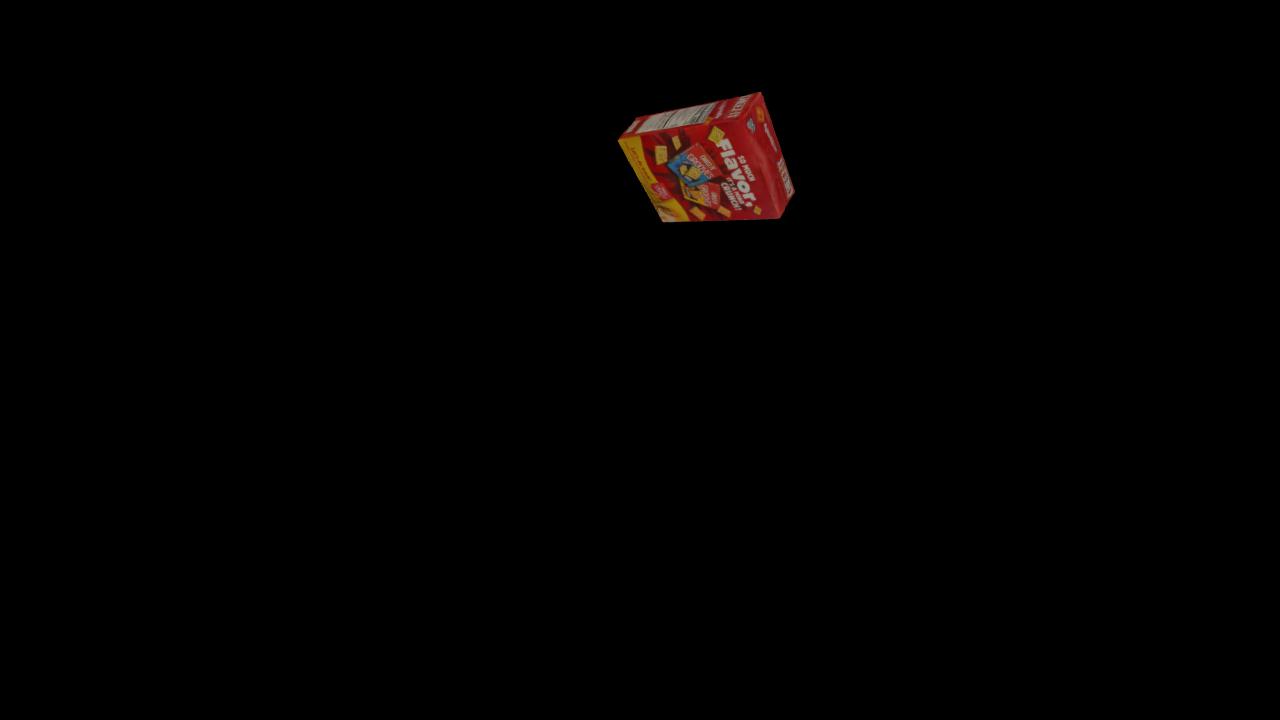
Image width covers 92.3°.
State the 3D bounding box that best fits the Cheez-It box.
[{"bbox_3d":[0.098,-0.290,0.914,0.223,0.071,0.166,8,-34,41],"label":"Cheez-It box"}]
